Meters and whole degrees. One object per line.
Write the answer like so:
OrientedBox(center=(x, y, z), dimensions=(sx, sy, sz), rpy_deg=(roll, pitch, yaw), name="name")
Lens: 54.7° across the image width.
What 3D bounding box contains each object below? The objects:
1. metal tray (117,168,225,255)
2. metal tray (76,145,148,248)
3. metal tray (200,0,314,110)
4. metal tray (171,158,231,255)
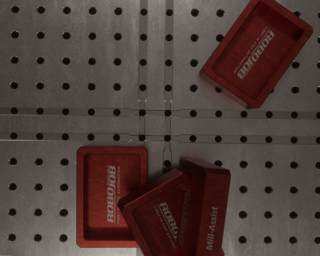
OrientedBox(center=(0.016, 0.128, 0.388), dimensions=(0.091, 0.030, 0.129), rpy_deg=(-28, 101, -16), name="metal tray")
OrientedBox(center=(-0.062, 0.088, 0.410), dimensions=(0.091, 0.030, 0.129), rpy_deg=(0, 90, -1), name="metal tray")
OrientedBox(center=(0.126, -0.100, 0.412), dimensions=(0.090, 0.030, 0.130), rpy_deg=(35, 90, -1), name="metal tray")
OrientedBox(center=(0.045, 0.107, 0.379), dimensions=(0.030, 0.090, 0.129), rpy_deg=(7, 90, -15), name="metal tray")
